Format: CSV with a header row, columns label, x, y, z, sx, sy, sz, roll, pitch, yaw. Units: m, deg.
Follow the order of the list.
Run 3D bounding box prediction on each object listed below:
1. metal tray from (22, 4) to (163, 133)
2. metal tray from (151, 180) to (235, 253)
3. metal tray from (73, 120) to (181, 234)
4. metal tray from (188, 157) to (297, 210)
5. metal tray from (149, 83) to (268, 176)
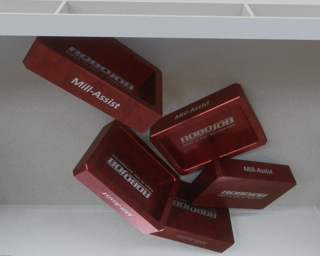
label,x,y,z,sx,sy,sz,roll,pitch,yaw
metal tray,-0.057,-0.060,0.314,0.131,0.090,0.030,31,124,-24
metal tray,0.046,0.130,0.476,0.131,0.090,0.030,21,129,-17
metal tray,-0.036,0.062,0.400,0.030,0.090,0.130,-28,115,40
metal tray,0.119,0.085,0.456,0.131,0.030,0.089,8,139,-20
metal tray,0.063,0.007,0.411,0.130,0.030,0.090,-25,126,19
